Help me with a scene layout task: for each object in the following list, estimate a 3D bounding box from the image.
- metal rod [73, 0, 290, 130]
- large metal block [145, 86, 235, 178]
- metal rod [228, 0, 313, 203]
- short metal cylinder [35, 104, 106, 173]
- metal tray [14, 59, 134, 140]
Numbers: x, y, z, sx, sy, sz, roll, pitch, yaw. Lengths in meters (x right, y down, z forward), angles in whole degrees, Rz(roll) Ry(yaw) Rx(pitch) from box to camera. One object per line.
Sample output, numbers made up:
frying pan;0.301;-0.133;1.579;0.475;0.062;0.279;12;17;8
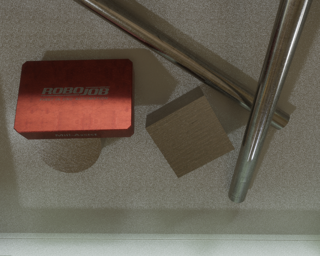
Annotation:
metal rod;0.035;-0.082;0.381;0.301;0.025;0.025;30;107;-11
large metal block;0.037;0.004;0.400;0.080;0.050;0.080;-29;108;10
metal rod;0.113;-0.010;0.350;0.025;0.025;0.298;0;133;-1
short metal cylinder;-0.112;0.011;0.400;0.081;0.050;0.079;0;110;-1
metal tray;-0.097;-0.034;0.368;0.131;0.030;0.090;-1;71;0
